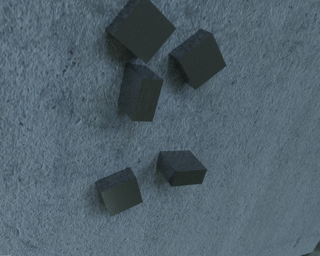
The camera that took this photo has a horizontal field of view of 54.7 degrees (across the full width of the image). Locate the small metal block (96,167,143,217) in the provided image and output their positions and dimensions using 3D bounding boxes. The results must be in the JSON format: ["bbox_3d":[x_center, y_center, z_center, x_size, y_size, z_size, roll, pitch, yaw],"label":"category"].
[{"bbox_3d":[-0.056,0.089,0.431,0.050,0.025,0.050,-22,127,-16],"label":"small metal block"}]

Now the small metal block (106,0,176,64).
[{"bbox_3d":[-0.020,-0.106,0.330,0.050,0.025,0.050,-50,129,7],"label":"small metal block"}]

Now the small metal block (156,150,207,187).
[{"bbox_3d":[0.030,0.056,0.442,0.050,0.050,0.025,1,118,-29],"label":"small metal block"}]

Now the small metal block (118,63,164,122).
[{"bbox_3d":[-0.024,-0.041,0.352,0.025,0.050,0.050,1,118,-29],"label":"small metal block"}]

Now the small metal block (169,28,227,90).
[{"bbox_3d":[0.047,-0.084,0.380,0.050,0.025,0.050,-38,129,-3],"label":"small metal block"}]
